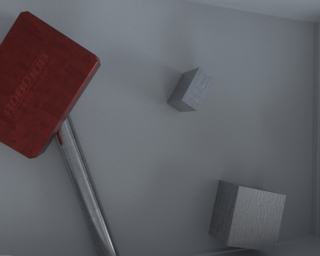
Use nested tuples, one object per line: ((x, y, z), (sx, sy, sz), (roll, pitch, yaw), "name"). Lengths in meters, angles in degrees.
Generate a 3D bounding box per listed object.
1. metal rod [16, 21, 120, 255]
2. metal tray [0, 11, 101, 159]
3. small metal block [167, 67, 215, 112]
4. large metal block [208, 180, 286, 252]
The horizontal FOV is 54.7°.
((-0.108, 0.023, 0.371), (0.025, 0.025, 0.298), (-20, 97, -19), "metal rod")
((-0.137, -0.044, 0.334), (0.090, 0.030, 0.130), (33, 92, -7), "metal tray")
((0.040, -0.050, 0.413), (0.025, 0.050, 0.050), (32, 80, -18), "small metal block")
((0.125, 0.125, 0.445), (0.081, 0.050, 0.080), (14, 85, -20), "large metal block")
